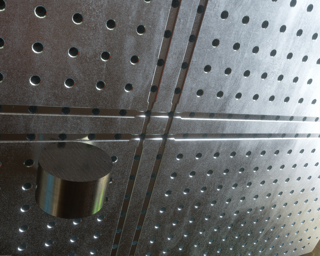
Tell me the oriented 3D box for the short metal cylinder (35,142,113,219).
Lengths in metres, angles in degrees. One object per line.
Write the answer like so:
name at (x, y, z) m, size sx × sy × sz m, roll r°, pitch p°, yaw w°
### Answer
short metal cylinder at (-0.099, 0.057, 0.357) m, size 0.081 × 0.080 × 0.050 m, roll 1°, pitch 118°, yaw -29°
